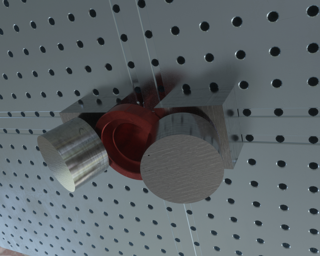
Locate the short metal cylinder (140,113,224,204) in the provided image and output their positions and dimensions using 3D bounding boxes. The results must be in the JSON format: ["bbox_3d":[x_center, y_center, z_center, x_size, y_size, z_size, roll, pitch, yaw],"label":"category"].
[{"bbox_3d":[0.023,0.030,0.320,0.080,0.050,0.079,2,116,5],"label":"short metal cylinder"}]

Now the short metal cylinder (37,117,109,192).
[{"bbox_3d":[-0.110,0.033,0.392,0.080,0.050,0.079,32,140,33],"label":"short metal cylinder"}]

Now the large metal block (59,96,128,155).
[{"bbox_3d":[-0.083,0.003,0.441,0.080,0.050,0.080,1,119,28],"label":"large metal block"}]

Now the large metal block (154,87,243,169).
[{"bbox_3d":[0.048,0.000,0.369,0.080,0.050,0.080,-1,118,28],"label":"large metal block"}]

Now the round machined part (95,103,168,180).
[{"bbox_3d":[-0.028,0.013,0.385,0.098,0.042,0.097,13,124,21],"label":"round machined part"}]
